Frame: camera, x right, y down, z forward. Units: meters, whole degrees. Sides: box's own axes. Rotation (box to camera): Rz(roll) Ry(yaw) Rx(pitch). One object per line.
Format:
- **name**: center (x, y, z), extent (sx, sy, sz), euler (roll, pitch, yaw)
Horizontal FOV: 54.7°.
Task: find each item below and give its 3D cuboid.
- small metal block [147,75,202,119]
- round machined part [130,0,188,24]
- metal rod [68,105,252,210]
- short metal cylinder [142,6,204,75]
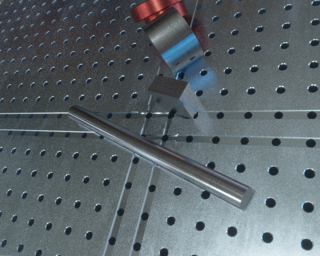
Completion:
- **small metal block**: center (0.020, -0.040, 0.405), extent (0.050, 0.050, 0.025), euler (19, 72, 35)
- **round machined part**: center (0.006, -0.185, 0.487), extent (0.098, 0.042, 0.098), euler (-23, 18, 8)
- **metal rod**: center (-0.024, 0.024, 0.404), extent (0.300, 0.025, 0.025), euler (23, 74, 36)
- **short metal cylinder**: center (0.018, -0.122, 0.437), extent (0.050, 0.080, 0.080), euler (-34, 52, 6)
